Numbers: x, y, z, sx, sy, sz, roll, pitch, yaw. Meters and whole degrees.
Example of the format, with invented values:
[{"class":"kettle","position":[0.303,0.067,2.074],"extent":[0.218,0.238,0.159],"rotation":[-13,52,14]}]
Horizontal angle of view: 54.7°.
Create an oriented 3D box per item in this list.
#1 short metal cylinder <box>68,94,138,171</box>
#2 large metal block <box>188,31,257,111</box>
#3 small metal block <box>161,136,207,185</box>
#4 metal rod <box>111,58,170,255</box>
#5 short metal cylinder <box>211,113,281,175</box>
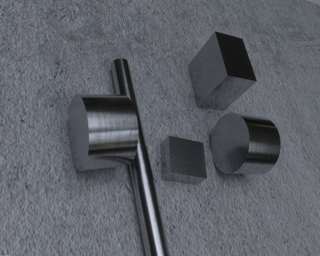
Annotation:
[{"class":"short metal cylinder","position":[-0.063,0.004,0.332],"extent":[0.050,0.080,0.080],"rotation":[-3,63,-30]},{"class":"large metal block","position":[0.090,-0.083,0.468],"extent":[0.050,0.080,0.080],"rotation":[6,59,-25]},{"class":"small metal block","position":[0.029,0.042,0.394],"extent":[0.050,0.025,0.050],"rotation":[12,57,-22]},{"class":"metal rod","position":[-0.024,0.044,0.364],"extent":[0.025,0.025,0.299],"rotation":[1,61,-28]},{"class":"short metal cylinder","position":[0.112,0.022,0.415],"extent":[0.050,0.080,0.080],"rotation":[7,59,-25]}]
